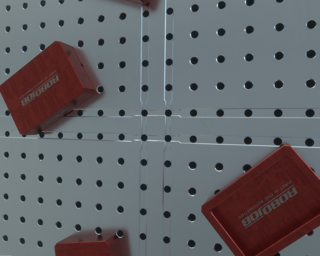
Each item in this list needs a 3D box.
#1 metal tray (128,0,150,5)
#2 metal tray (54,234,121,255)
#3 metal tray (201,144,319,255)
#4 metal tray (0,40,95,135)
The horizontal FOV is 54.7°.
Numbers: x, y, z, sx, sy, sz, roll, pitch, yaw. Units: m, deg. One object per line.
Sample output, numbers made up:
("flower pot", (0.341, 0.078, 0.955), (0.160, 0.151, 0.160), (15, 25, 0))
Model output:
("metal tray", (-0.064, -0.234, 0.431), (0.130, 0.030, 0.089), (22, 97, 18))
("metal tray", (-0.097, 0.223, 0.443), (0.090, 0.030, 0.129), (-10, 87, 19))
("metal tray", (0.126, 0.091, 0.365), (0.130, 0.030, 0.090), (-41, 78, 15))
("metal tray", (-0.173, -0.058, 0.469), (0.130, 0.030, 0.090), (-32, 80, 16))
